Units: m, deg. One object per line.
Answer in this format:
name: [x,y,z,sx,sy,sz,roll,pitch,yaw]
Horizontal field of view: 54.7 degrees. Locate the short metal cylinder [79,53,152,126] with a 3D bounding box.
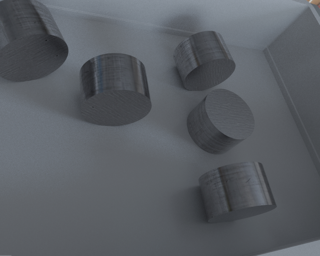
short metal cylinder: [-0.053,-0.043,0.368,0.081,0.080,0.050,4,60,-26]

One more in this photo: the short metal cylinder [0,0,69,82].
short metal cylinder: [-0.152,-0.096,0.347,0.081,0.080,0.050,-18,72,-35]

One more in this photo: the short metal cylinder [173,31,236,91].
short metal cylinder: [0.066,-0.099,0.466,0.081,0.080,0.050,-5,64,-30]

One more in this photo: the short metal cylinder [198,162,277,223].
short metal cylinder: [0.091,0.079,0.371,0.081,0.080,0.050,3,60,-27]

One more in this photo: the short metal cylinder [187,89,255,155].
short metal cylinder: [0.086,-0.009,0.441,0.081,0.050,0.080,14,56,-21]
